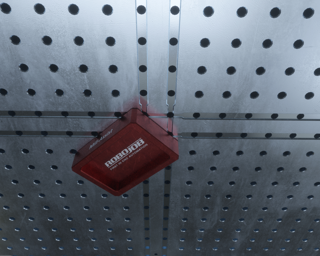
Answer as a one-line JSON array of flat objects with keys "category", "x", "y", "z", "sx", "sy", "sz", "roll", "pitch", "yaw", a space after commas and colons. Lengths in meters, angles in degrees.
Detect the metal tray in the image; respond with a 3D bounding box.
[{"category": "metal tray", "x": -0.049, "y": 0.040, "z": 0.441, "sx": 0.130, "sy": 0.030, "sz": 0.090, "roll": -36, "pitch": 122, "yaw": 26}]
